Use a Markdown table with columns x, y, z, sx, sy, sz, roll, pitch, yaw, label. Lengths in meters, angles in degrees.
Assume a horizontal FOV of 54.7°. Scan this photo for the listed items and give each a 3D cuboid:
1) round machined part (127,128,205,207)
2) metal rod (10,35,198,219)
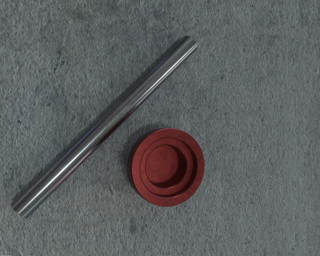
| x | y | z | sx | sy | sz | roll | pitch | yaw | label |
| --- | --- | --- | --- | --- | --- | --- | --- | --- | --- |
| 0.005 | 0.049 | 0.403 | 0.099 | 0.042 | 0.097 | 0 | 90 | -21 | round machined part |
| -0.059 | -0.011 | 0.387 | 0.301 | 0.025 | 0.025 | -46 | 105 | -14 | metal rod |
